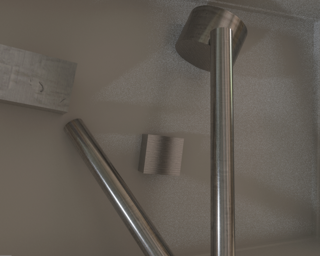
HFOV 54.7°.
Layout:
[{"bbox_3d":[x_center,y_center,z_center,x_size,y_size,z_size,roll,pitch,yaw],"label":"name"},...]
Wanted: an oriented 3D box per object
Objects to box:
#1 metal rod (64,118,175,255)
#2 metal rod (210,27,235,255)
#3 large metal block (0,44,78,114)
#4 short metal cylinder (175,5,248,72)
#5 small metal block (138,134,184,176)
[{"bbox_3d":[-0.018,0.109,0.327,0.025,0.025,0.300,-32,70,-18],"label":"metal rod"},{"bbox_3d":[0.067,0.038,0.331,0.025,0.025,0.298,5,81,-20],"label":"metal rod"},{"bbox_3d":[-0.138,-0.048,0.331,0.081,0.080,0.050,11,87,-20],"label":"large metal block"},{"bbox_3d":[0.067,-0.114,0.407,0.080,0.080,0.050,27,81,-18],"label":"short metal cylinder"},{"bbox_3d":[0.001,0.036,0.412,0.050,0.025,0.050,8,88,-20],"label":"small metal block"}]
